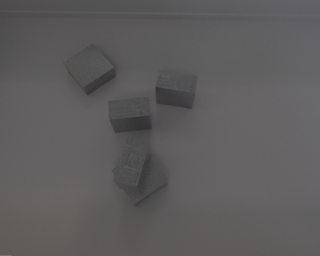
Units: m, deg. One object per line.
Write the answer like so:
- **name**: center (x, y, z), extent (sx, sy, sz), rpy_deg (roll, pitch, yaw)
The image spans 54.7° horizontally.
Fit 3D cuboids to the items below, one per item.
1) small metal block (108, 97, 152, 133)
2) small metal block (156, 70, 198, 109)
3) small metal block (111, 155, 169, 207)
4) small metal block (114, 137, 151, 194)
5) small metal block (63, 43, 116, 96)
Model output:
- **small metal block**: center (-0.038, -0.016, 0.402), extent (0.050, 0.050, 0.025), rpy_deg (-6, 70, -2)
- **small metal block**: center (0.022, -0.050, 0.415), extent (0.050, 0.050, 0.025), rpy_deg (9, 71, 3)
- **small metal block**: center (-0.025, 0.062, 0.387), extent (0.050, 0.025, 0.050), rpy_deg (-33, 74, -11)
- **small metal block**: center (-0.030, 0.044, 0.353), extent (0.025, 0.050, 0.050), rpy_deg (14, 71, 5)
- **small metal block**: center (-0.099, -0.083, 0.439), extent (0.050, 0.025, 0.050), rpy_deg (-37, 74, -13)
